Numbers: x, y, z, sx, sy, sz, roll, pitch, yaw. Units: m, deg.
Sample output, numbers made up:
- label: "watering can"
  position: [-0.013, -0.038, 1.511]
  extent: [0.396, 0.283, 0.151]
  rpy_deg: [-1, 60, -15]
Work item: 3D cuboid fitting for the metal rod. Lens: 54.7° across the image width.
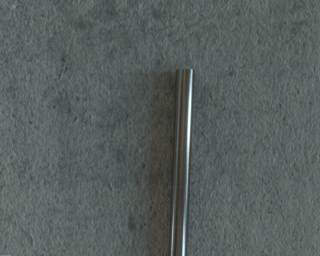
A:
- label: "metal rod"
  position: [0.027, 0.073, 0.410]
  extent: [0.025, 0.025, 0.298]
  rpy_deg: [2, 90, -1]
